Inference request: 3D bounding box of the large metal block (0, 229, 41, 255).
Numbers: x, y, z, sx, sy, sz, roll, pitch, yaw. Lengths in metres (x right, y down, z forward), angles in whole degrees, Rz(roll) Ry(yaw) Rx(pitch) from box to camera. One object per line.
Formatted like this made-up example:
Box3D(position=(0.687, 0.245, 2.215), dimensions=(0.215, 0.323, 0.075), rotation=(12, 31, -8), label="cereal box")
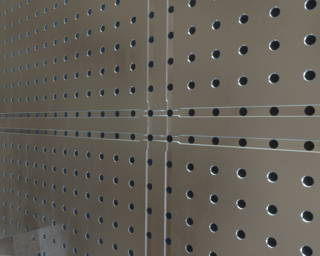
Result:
Box3D(position=(-0.288, 0.259, 0.633), dimensions=(0.080, 0.050, 0.080), rotation=(-24, 75, 37), label="large metal block")
